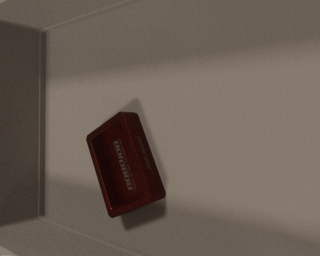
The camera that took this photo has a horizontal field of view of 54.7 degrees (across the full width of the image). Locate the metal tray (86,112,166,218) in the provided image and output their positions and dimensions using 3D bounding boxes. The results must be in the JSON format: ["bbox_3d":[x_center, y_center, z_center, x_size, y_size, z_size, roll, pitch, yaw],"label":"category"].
[{"bbox_3d":[-0.053,0.053,0.444,0.090,0.030,0.130,-32,71,35],"label":"metal tray"}]
